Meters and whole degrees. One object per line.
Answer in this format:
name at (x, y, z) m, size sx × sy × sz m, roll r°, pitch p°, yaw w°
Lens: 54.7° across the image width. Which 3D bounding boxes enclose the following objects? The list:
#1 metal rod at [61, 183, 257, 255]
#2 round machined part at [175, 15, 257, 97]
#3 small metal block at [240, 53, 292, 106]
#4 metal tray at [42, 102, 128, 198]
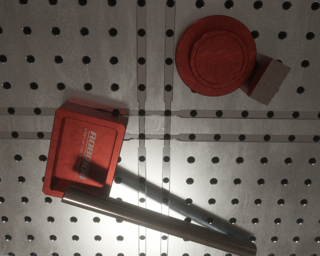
metal rod at (0.010, 0.139, 0.444) m, size 0.302 × 0.025 × 0.025 m, roll 22°, pitch 109°, yaw -17°
round machined part at (0.068, -0.085, 0.374) m, size 0.099 × 0.042 × 0.097 m, roll 0°, pitch 110°, yaw -1°
small metal block at (0.127, -0.061, 0.380) m, size 0.025 × 0.050 × 0.050 m, roll 25°, pitch 108°, yaw -9°
metal tray at (-0.102, 0.039, 0.423) m, size 0.091 × 0.030 × 0.129 m, roll 14°, pitch 109°, yaw -6°
